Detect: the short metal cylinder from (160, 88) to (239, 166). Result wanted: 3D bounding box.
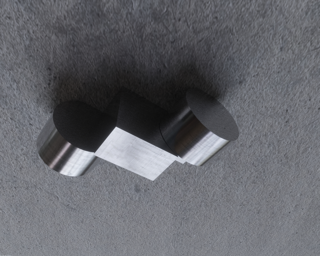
[{"bbox_3d":[0.047,-0.001,0.372,0.080,0.080,0.050,28,125,-22],"label":"short metal cylinder"}]

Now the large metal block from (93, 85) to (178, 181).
[{"bbox_3d":[-0.027,0.006,0.378,0.080,0.080,0.050,28,124,-22],"label":"large metal block"}]

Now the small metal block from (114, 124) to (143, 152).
[{"bbox_3d":[-0.052,0.021,0.427,0.050,0.025,0.050,28,125,-22],"label":"small metal block"}]

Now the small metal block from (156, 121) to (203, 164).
[{"bbox_3d":[0.027,0.016,0.423,0.050,0.025,0.050,28,125,-22],"label":"small metal block"}]

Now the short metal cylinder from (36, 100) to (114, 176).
[{"bbox_3d":[-0.103,0.012,0.382,0.080,0.080,0.050,28,125,-22],"label":"short metal cylinder"}]
